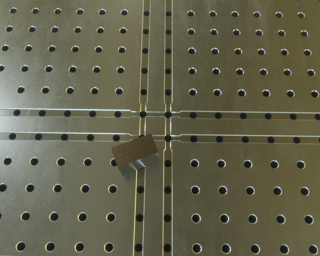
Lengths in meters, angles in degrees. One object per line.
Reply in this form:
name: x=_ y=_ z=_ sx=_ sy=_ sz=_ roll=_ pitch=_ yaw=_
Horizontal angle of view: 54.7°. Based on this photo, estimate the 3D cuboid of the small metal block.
small metal block: x=-0.030 y=0.034 z=0.386 sx=0.050 sy=0.050 sz=0.025 roll=-20 pitch=72 yaw=-8
